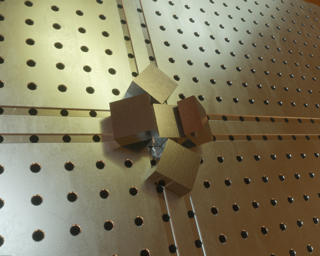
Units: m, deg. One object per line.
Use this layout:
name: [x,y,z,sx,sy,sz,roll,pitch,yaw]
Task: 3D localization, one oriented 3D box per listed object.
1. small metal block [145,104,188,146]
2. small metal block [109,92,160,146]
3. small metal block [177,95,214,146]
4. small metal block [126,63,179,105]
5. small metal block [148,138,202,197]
small metal block: [0.004,-0.004,0.412,0.050,0.025,0.050,1,60,-28]
small metal block: [-0.032,-0.010,0.381,0.050,0.025,0.050,-14,65,5]
small metal block: [0.048,-0.009,0.422,0.050,0.025,0.050,39,34,-58]
small metal block: [-0.010,-0.056,0.437,0.050,0.025,0.050,39,50,-1]
small metal block: [0.019,0.049,0.387,0.050,0.025,0.050,29,53,-8]
